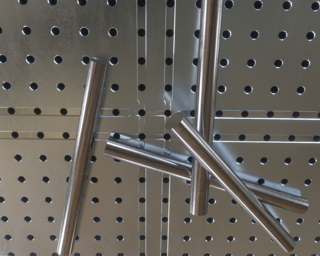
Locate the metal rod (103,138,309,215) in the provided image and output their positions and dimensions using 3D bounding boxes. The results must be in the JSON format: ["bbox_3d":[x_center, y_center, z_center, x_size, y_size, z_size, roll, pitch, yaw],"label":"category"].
[{"bbox_3d":[0.069,0.071,0.440,0.302,0.025,0.025,18,109,-7],"label":"metal rod"}]

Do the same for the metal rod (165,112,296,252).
[{"bbox_3d":[0.108,0.087,0.413,0.025,0.025,0.300,-37,119,12],"label":"metal rod"}]

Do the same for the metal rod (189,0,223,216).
[{"bbox_3d":[0.057,-0.031,0.387,0.025,0.025,0.298,1,104,-1],"label":"metal rod"}]

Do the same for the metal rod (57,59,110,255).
[{"bbox_3d":[-0.111,0.054,0.431,0.025,0.025,0.298,13,110,-5],"label":"metal rod"}]
